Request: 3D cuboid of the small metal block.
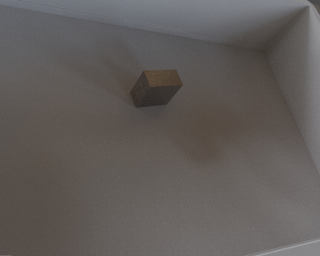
[{"bbox_3d":[-0.006,-0.053,0.418,0.050,0.050,0.025,-8,66,-32],"label":"small metal block"}]
